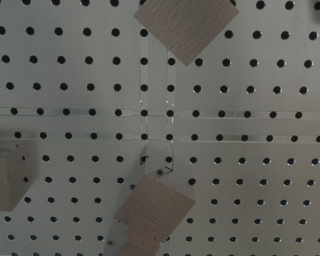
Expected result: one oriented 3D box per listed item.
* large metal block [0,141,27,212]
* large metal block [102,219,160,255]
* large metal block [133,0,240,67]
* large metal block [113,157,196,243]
[{"bbox_3d":[-0.236,0.064,0.422,0.080,0.050,0.079,3,110,-1],"label":"large metal block"},{"bbox_3d":[-0.043,0.173,0.447,0.050,0.080,0.080,31,107,-11],"label":"large metal block"},{"bbox_3d":[0.028,-0.130,0.352,0.080,0.050,0.080,41,105,-14],"label":"large metal block"},{"bbox_3d":[-0.007,0.101,0.437,0.080,0.050,0.080,31,107,-11],"label":"large metal block"}]
